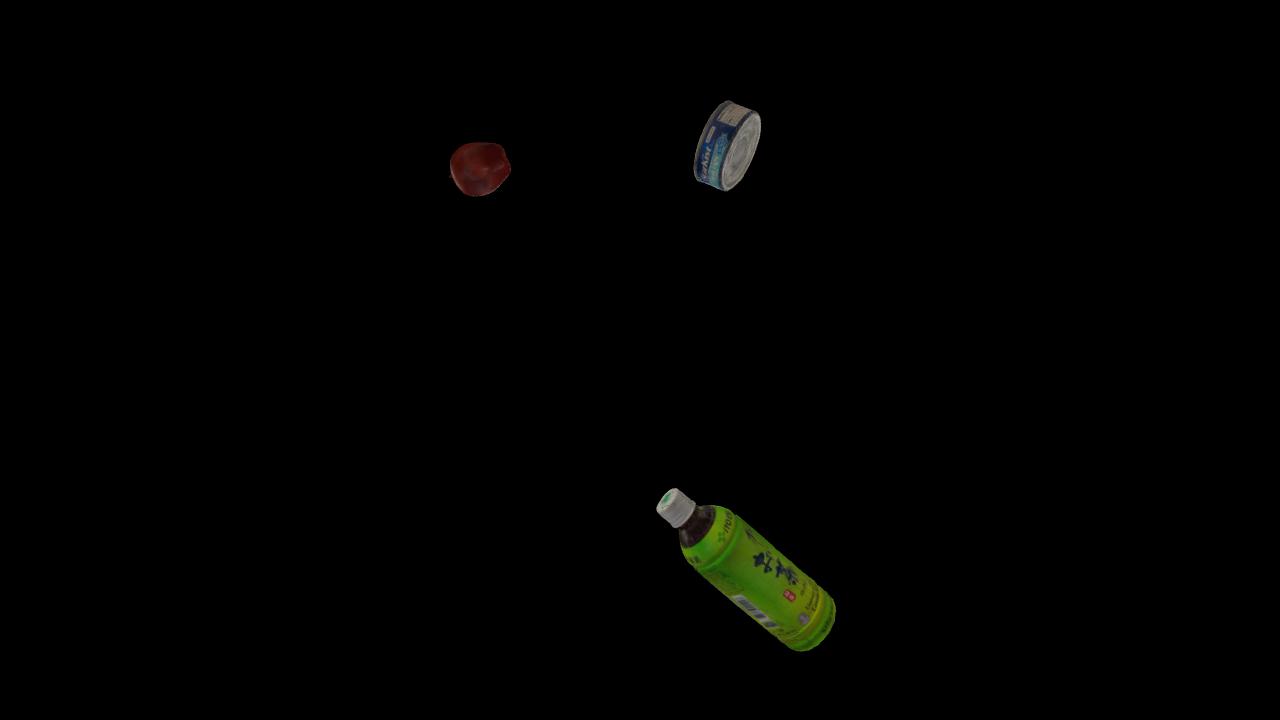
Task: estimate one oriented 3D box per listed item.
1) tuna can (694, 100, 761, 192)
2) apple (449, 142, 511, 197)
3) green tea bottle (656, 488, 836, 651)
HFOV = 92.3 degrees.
[{"bbox_3d":[0.091,-0.218,0.631,0.034,0.084,0.084,30,10,19],"label":"tuna can"},{"bbox_3d":[-0.246,-0.293,0.940,0.093,0.079,0.079,-21,1,-3],"label":"apple"},{"bbox_3d":[0.102,0.206,0.621,0.212,0.073,0.073,41,-10,-12],"label":"green tea bottle"}]
